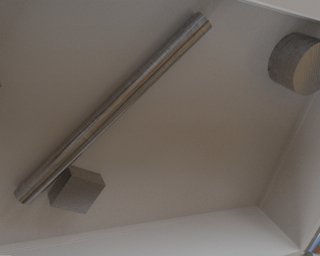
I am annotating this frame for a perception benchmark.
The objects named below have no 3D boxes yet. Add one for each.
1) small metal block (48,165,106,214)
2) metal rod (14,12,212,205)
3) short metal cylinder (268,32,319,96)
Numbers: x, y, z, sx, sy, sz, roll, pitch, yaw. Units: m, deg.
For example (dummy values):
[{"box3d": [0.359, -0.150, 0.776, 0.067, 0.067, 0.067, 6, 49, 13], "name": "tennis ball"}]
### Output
[{"box3d": [-0.108, 0.080, 0.400, 0.050, 0.025, 0.050, 27, 104, -38], "name": "small metal block"}, {"box3d": [-0.056, -0.021, 0.365, 0.300, 0.025, 0.025, -44, 130, 2], "name": "metal rod"}, {"box3d": [0.206, -0.093, 0.450, 0.081, 0.050, 0.079, -14, 125, -21], "name": "short metal cylinder"}]
